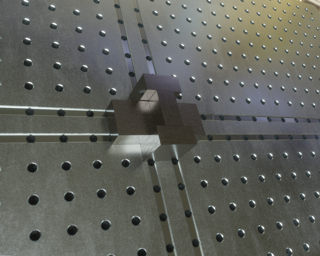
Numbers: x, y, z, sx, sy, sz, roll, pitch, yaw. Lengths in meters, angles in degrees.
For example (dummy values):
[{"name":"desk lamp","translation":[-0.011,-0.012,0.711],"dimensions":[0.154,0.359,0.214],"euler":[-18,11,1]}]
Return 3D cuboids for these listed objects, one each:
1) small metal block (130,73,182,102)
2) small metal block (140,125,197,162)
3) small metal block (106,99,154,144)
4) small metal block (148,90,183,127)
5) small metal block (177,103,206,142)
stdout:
[{"name":"small metal block","translation":[-0.007,-0.047,0.418],"dimensions":[0.050,0.050,0.025],"euler":[1,62,-28]},{"name":"small metal block","translation":[0.010,0.020,0.386],"dimensions":[0.050,0.050,0.025],"euler":[1,62,-28]},{"name":"small metal block","translation":[-0.037,-0.007,0.393],"dimensions":[0.050,0.025,0.050],"euler":[0,62,-28]},{"name":"small metal block","translation":[0.002,-0.013,0.402],"dimensions":[0.025,0.050,0.050],"euler":[1,62,-28]},{"name":"small metal block","translation":[0.030,-0.007,0.430],"dimensions":[0.050,0.025,0.050],"euler":[1,61,-28]}]
